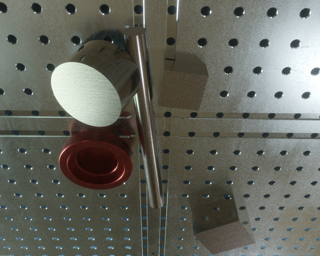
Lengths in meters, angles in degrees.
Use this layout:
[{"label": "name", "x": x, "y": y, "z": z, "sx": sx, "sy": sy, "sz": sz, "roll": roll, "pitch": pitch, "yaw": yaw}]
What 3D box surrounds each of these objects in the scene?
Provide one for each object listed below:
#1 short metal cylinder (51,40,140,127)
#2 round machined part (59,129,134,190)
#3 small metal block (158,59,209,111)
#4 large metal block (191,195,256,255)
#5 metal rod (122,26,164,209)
[{"label": "short metal cylinder", "x": -0.068, "y": -0.048, "z": 0.337, "sx": 0.080, "sy": 0.050, "sz": 0.079, "roll": 13, "pitch": 134, "yaw": 15}, {"label": "round machined part", "x": -0.086, "y": 0.039, "z": 0.433, "sx": 0.099, "sy": 0.042, "sz": 0.097, "roll": -1, "pitch": 130, "yaw": 0}, {"label": "small metal block", "x": 0.026, "y": -0.050, "z": 0.369, "sx": 0.050, "sy": 0.025, "sz": 0.050, "roll": 6, "pitch": 130, "yaw": -6}, {"label": "large metal block", "x": 0.110, "y": 0.172, "z": 0.543, "sx": 0.080, "sy": 0.050, "sz": 0.080, "roll": -24, "pitch": 127, "yaw": 18}, {"label": "metal rod", "x": -0.016, "y": 0.012, "z": 0.421, "sx": 0.025, "sy": 0.025, "sz": 0.298, "roll": -4, "pitch": 130, "yaw": 2}]
